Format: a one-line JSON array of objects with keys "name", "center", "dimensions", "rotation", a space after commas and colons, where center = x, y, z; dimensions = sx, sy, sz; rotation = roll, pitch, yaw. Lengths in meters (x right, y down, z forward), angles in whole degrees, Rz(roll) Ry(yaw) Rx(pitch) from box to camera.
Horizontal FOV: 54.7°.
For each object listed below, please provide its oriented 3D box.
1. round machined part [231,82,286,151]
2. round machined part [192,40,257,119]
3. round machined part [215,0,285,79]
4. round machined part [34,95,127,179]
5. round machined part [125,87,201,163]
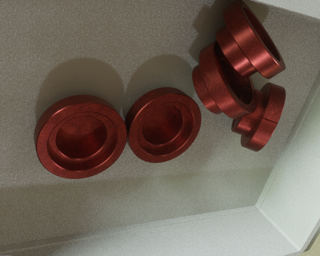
[{"name": "round machined part", "center": [0.134, -0.019, 0.438], "dimensions": [0.042, 0.098, 0.097], "rotation": [21, 112, 3]}, {"name": "round machined part", "center": [0.077, -0.056, 0.383], "dimensions": [0.042, 0.098, 0.098], "rotation": [-25, 139, 35]}, {"name": "round machined part", "center": [0.103, -0.099, 0.367], "dimensions": [0.042, 0.098, 0.098], "rotation": [-33, 136, 30]}, {"name": "round machined part", "center": [-0.091, 0.007, 0.353], "dimensions": [0.099, 0.042, 0.097], "rotation": [-14, 125, -21]}, {"name": "round machined part", "center": [0.000, -0.007, 0.395], "dimensions": [0.099, 0.042, 0.097], "rotation": [-14, 125, -21]}]
